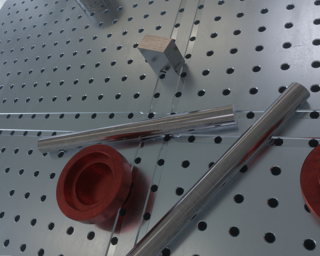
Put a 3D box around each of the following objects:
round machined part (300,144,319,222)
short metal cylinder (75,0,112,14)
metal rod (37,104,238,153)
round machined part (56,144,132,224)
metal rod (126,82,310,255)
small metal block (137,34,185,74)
[{"bbox_3d":[0.178,0.047,0.275,0.098,0.042,0.098,-13,56,21],"label":"round machined part"},{"bbox_3d":[-0.141,-0.284,0.641,0.080,0.050,0.080,-13,56,21],"label":"short metal cylinder"},{"bbox_3d":[-0.047,0.005,0.429,0.300,0.025,0.025,-9,58,23],"label":"metal rod"},{"bbox_3d":[-0.079,0.073,0.394,0.098,0.042,0.098,-13,56,21],"label":"round machined part"},{"bbox_3d":[0.054,0.064,0.340,0.300,0.025,0.025,-45,51,-4],"label":"metal rod"},{"bbox_3d":[0.002,-0.109,0.458,0.050,0.050,0.025,21,73,36],"label":"small metal block"}]
